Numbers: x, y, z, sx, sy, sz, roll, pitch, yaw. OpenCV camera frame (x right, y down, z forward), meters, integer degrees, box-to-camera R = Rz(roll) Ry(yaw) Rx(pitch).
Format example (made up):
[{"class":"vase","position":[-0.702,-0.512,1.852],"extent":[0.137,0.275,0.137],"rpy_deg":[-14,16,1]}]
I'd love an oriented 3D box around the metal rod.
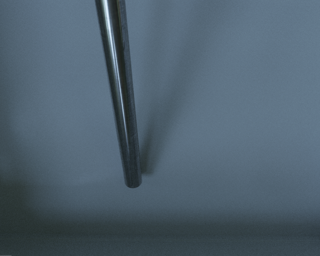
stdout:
[{"class":"metal rod","position":[-0.040,-0.030,0.334],"extent":[0.025,0.025,0.298],"rpy_deg":[-1,135,0]}]
